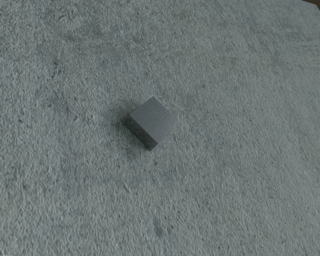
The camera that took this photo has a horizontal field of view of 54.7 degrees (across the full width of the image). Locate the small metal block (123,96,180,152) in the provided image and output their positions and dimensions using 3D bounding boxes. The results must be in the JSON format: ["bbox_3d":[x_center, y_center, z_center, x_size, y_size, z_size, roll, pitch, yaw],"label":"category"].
[{"bbox_3d":[-0.011,-0.006,0.405,0.050,0.025,0.050,45,51,3],"label":"small metal block"}]
